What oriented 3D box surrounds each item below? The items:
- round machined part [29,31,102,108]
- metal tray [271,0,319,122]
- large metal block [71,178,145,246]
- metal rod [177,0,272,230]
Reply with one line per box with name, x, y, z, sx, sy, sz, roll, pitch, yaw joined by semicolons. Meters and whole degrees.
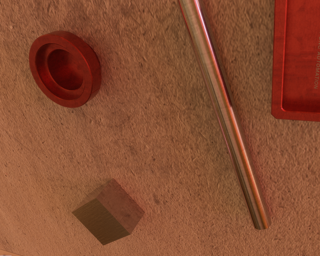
round machined part;-0.118;-0.079;0.407;0.098;0.042;0.097;13;124;20
metal tray;0.152;-0.069;0.280;0.090;0.030;0.129;5;121;25
large metal block;-0.087;0.143;0.523;0.080;0.050;0.080;49;128;-7
metal rod;0.082;-0.003;0.361;0.025;0.025;0.299;-9;114;32
